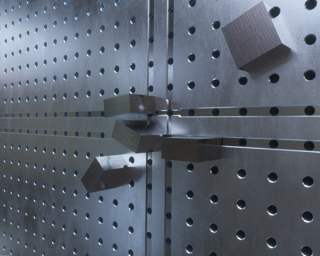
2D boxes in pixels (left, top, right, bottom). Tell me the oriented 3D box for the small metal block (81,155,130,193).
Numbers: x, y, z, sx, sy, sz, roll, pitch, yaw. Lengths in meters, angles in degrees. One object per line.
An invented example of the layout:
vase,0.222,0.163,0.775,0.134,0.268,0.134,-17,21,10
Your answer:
small metal block,-0.081,0.068,0.461,0.025,0.050,0.050,51,120,28

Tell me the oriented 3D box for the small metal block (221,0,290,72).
small metal block,0.100,-0.095,0.327,0.050,0.025,0.050,-28,73,36

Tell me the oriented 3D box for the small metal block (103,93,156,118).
small metal block,-0.041,-0.029,0.428,0.050,0.050,0.025,-8,85,40

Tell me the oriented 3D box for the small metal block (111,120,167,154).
small metal block,-0.028,0.011,0.417,0.050,0.050,0.025,29,108,36

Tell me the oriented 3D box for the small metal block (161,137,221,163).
small metal block,0.037,0.024,0.363,0.050,0.050,0.025,1,91,40
